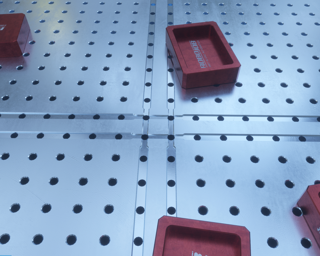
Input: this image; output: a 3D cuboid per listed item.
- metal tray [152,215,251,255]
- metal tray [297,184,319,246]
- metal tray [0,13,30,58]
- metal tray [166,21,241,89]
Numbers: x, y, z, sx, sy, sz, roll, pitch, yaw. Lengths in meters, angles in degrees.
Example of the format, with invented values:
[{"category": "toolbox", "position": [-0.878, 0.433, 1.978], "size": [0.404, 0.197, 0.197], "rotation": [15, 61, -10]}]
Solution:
[{"category": "metal tray", "position": [0.034, 0.150, 0.278], "size": [0.090, 0.030, 0.130], "rotation": [7, 50, 5]}, {"category": "metal tray", "position": [0.211, 0.114, 0.309], "size": [0.091, 0.030, 0.130], "rotation": [-8, 50, -7]}, {"category": "metal tray", "position": [-0.303, -0.159, 0.537], "size": [0.131, 0.030, 0.090], "rotation": [-5, 50, -4]}, {"category": "metal tray", "position": [0.066, -0.124, 0.508], "size": [0.091, 0.030, 0.130], "rotation": [-9, 51, -7]}]
